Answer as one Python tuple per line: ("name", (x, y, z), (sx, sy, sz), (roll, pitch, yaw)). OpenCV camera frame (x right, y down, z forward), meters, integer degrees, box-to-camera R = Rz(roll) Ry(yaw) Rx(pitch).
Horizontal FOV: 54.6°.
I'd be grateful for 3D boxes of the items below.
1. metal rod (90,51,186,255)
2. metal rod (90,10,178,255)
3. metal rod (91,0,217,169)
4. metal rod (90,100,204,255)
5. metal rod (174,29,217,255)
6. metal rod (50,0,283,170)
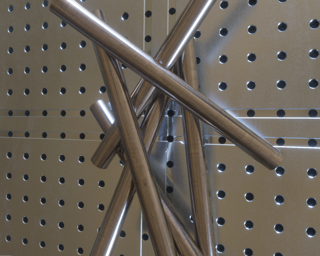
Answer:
("metal rod", (-0.023, 0.028, 0.388), (0.025, 0.025, 0.299), (19, 84, 19))
("metal rod", (-0.032, 0.013, 0.360), (0.025, 0.025, 0.299), (-16, 92, 19))
("metal rod", (0.000, -0.071, 0.364), (0.025, 0.025, 0.299), (40, 109, 15))
("metal rod", (-0.009, 0.086, 0.400), (0.025, 0.025, 0.299), (-39, 72, 16))
("metal rod", (0.044, 0.027, 0.384), (0.025, 0.025, 0.298), (-5, 93, 20))
("metal rod", (0.015, -0.046, 0.344), (0.301, 0.025, 0.025), (35, 103, -9))
